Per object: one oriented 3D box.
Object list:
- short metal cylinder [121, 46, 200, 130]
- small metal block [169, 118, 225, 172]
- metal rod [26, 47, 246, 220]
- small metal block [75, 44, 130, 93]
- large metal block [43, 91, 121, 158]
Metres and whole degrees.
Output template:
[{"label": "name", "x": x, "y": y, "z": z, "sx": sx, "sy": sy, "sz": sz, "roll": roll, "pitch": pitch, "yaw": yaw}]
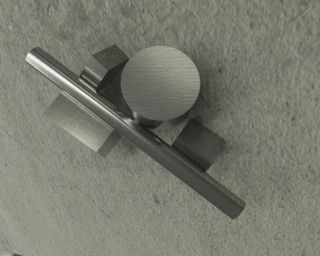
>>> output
[{"label": "short metal cylinder", "x": 0.000, "y": -0.041, "z": 0.338, "sx": 0.080, "sy": 0.080, "sz": 0.050, "roll": 34, "pitch": 170, "yaw": 5}, {"label": "small metal block", "x": 0.045, "y": 0.021, "z": 0.377, "sx": 0.050, "sy": 0.050, "sz": 0.025, "roll": 35, "pitch": 129, "yaw": 4}, {"label": "metal rod", "x": -0.030, "y": 0.004, "z": 0.361, "sx": 0.300, "sy": 0.025, "sz": 0.025, "roll": 37, "pitch": 129, "yaw": 3}, {"label": "small metal block", "x": -0.071, "y": -0.072, "z": 0.384, "sx": 0.025, "sy": 0.050, "sz": 0.050, "roll": 44, "pitch": 129, "yaw": -2}, {"label": "large metal block", "x": -0.096, "y": -0.006, "z": 0.414, "sx": 0.080, "sy": 0.050, "sz": 0.080, "roll": 35, "pitch": 169, "yaw": 4}]
